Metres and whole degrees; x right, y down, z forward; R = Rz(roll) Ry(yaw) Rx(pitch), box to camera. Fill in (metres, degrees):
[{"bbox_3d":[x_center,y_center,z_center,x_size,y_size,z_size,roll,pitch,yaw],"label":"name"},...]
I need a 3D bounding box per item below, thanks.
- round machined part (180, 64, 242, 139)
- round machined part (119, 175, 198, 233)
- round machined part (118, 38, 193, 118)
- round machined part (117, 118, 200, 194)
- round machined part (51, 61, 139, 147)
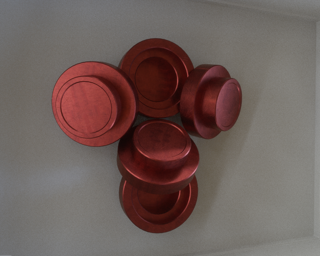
[{"bbox_3d":[0.072,-0.033,0.402,0.099,0.042,0.097,-18,114,-47],"label":"round machined part"},{"bbox_3d":[-0.004,0.080,0.398,0.099,0.042,0.097,0,90,-20],"label":"round machined part"},{"bbox_3d":[-0.008,-0.060,0.396,0.099,0.042,0.097,0,90,-20],"label":"round machined part"},{"bbox_3d":[-0.001,0.026,0.369,0.099,0.098,0.042,-7,137,-20],"label":"round machined part"},{"bbox_3d":[-0.076,-0.025,0.348,0.098,0.042,0.097,1,102,7],"label":"round machined part"}]
